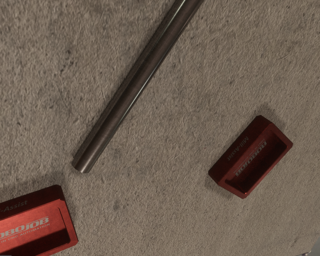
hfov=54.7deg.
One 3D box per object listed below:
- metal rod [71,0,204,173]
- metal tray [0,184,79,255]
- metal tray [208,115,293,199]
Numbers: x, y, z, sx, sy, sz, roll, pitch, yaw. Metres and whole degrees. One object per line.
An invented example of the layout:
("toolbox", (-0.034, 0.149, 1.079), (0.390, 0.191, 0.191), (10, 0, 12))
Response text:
("metal rod", (-0.014, -0.072, 0.355), (0.025, 0.025, 0.299), (27, 104, -38))
("metal tray", (-0.178, 0.132, 0.388), (0.131, 0.030, 0.089), (-17, 126, -19))
("metal tray", (0.154, 0.052, 0.522), (0.090, 0.030, 0.130), (34, 99, -39))
